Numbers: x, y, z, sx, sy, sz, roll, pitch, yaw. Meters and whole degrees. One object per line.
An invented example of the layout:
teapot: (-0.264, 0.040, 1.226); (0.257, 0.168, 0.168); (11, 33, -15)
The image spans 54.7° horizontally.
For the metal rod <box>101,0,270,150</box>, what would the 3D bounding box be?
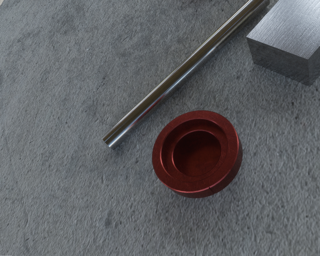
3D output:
metal rod: (0.037, -0.081, 0.434); (0.300, 0.025, 0.025); (-43, 51, -2)

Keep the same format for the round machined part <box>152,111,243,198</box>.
round machined part: (0.044, 0.032, 0.350); (0.098, 0.042, 0.098); (-13, 56, 21)

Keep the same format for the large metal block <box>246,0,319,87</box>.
large metal block: (0.165, -0.108, 0.368); (0.080, 0.050, 0.080); (-48, 51, -6)
